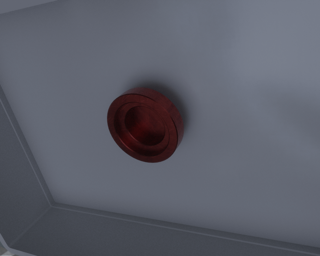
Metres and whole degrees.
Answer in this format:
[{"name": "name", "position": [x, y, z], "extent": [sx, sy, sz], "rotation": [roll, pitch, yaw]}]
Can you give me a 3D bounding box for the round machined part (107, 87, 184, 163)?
[{"name": "round machined part", "position": [-0.015, -0.007, 0.398], "extent": [0.098, 0.042, 0.097], "rotation": [13, 124, 21]}]
